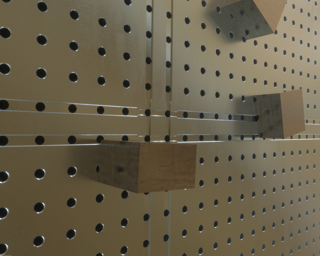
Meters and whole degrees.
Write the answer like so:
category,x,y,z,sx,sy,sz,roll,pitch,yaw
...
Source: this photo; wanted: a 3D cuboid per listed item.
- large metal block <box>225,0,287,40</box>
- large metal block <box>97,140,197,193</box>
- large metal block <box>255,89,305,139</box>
category,x,y,z,sx,sy,sz,roll,pitch,yaw
large metal block,0.166,-0.214,0.530,0.080,0.050,0.080,40,66,-33
large metal block,-0.016,0.041,0.360,0.081,0.080,0.050,4,87,-40
large metal block,0.226,-0.028,0.580,0.081,0.050,0.080,-13,98,-39
